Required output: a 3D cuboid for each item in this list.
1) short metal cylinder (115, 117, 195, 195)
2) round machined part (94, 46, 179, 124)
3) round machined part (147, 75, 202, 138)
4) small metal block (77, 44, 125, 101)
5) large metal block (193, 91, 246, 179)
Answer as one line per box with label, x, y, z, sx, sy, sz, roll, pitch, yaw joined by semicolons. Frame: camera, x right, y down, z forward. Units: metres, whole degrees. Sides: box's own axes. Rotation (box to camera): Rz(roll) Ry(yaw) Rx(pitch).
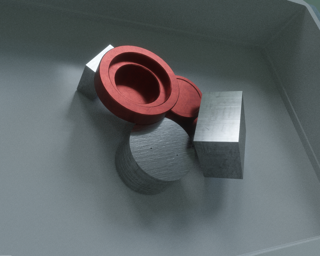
short metal cylinder;-0.007;0.033;0.365;0.081;0.050;0.080;14;56;-21
round machined part;-0.030;-0.047;0.369;0.099;0.042;0.098;14;56;-21
round machined part;0.021;-0.033;0.424;0.099;0.042;0.098;14;56;-21
small metal block;-0.074;-0.069;0.390;0.025;0.050;0.050;38;51;-3
large metal block;0.081;0.010;0.399;0.050;0.080;0.080;0;50;20
